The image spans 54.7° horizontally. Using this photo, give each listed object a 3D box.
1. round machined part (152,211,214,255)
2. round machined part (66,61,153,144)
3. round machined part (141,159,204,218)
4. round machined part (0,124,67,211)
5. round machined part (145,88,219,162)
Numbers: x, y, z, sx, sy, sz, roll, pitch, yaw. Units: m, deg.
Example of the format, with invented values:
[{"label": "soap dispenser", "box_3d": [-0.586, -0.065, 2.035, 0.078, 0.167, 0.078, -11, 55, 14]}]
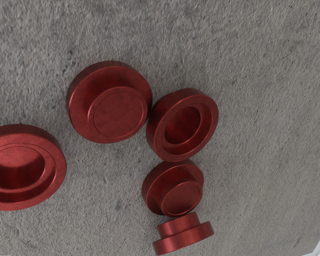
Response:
[{"label": "round machined part", "box_3d": [0.033, 0.165, 0.496, 0.099, 0.042, 0.098, -19, 162, -6]}, {"label": "round machined part", "box_3d": [-0.053, -0.023, 0.352, 0.099, 0.042, 0.097, -14, 124, -21]}, {"label": "round machined part", "box_3d": [0.025, 0.096, 0.469, 0.099, 0.042, 0.097, -14, 124, -21]}, {"label": "round machined part", "box_3d": [-0.155, 0.038, 0.334, 0.099, 0.042, 0.097, -14, 124, -21]}, {"label": "round machined part", "box_3d": [0.024, -0.007, 0.399, 0.099, 0.042, 0.097, -20, 130, -25]}]
